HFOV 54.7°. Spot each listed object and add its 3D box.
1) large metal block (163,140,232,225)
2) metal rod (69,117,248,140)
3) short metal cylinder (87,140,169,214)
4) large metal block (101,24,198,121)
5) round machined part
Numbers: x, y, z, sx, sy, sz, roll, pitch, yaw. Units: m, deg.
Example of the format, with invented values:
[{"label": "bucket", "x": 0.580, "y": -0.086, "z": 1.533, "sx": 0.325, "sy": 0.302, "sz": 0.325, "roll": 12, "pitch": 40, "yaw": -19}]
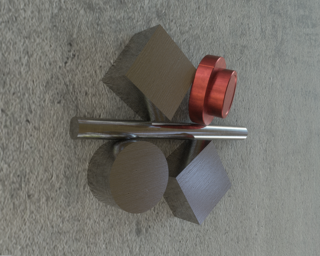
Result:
[{"label": "large metal block", "x": 0.045, "y": 0.072, "z": 0.430, "sx": 0.080, "sy": 0.050, "sz": 0.080, "roll": -41, "pitch": 115, "yaw": -33}, {"label": "metal rod", "x": 0.023, "y": 0.004, "z": 0.429, "sx": 0.302, "sy": 0.025, "sz": 0.025, "roll": 2, "pitch": 89, "yaw": -40}, {"label": "short metal cylinder", "x": -0.037, "y": 0.054, "z": 0.361, "sx": 0.081, "sy": 0.050, "sz": 0.079, "roll": 0, "pitch": 90, "yaw": -40}, {"label": "large metal block", "x": -0.010, "y": -0.064, "z": 0.380, "sx": 0.080, "sy": 0.050, "sz": 0.080, "roll": 44, "pitch": 63, "yaw": -31}, {"label": "round machined part", "x": 0.078, "y": -0.050, "z": 0.432, "sx": 0.098, "sy": 0.042, "sz": 0.097, "roll": 15, "pitch": 91, "yaw": -69}]
